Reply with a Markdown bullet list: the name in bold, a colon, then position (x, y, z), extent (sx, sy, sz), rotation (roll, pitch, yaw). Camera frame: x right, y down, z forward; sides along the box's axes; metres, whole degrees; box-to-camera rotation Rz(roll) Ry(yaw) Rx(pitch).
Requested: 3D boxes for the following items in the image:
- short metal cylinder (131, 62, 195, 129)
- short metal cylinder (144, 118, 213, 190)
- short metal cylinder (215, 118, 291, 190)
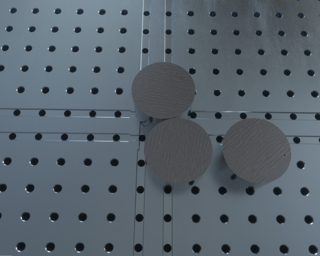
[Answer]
- **short metal cylinder**: position (0.004, -0.040, 0.413), extent (0.081, 0.050, 0.080), rotation (0, 70, 0)
- **short metal cylinder**: position (0.022, 0.033, 0.386), extent (0.081, 0.050, 0.080), rotation (0, 70, 0)
- **short metal cylinder**: position (0.114, 0.034, 0.388), extent (0.081, 0.050, 0.080), rotation (0, 70, 0)
